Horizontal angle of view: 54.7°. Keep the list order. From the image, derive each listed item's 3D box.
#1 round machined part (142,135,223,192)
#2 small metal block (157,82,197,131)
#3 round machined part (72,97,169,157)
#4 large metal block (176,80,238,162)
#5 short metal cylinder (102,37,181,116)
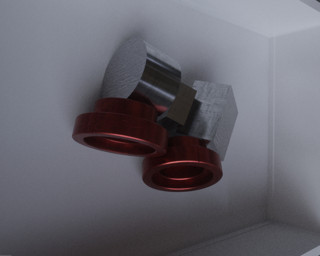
[{"bbox_3d":[0.027,0.044,0.390,0.098,0.098,0.042,26,49,-38],"label":"round machined part"},{"bbox_3d":[0.018,-0.026,0.404,0.025,0.050,0.050,27,72,-16],"label":"small metal block"},{"bbox_3d":[-0.039,-0.001,0.328,0.099,0.098,0.042,21,70,-39],"label":"round machined part"},{"bbox_3d":[0.069,-0.008,0.431,0.080,0.050,0.080,-69,153,-17],"label":"large metal block"},{"bbox_3d":[-0.022,-0.055,0.354,0.050,0.080,0.080,22,76,-38],"label":"short metal cylinder"}]
